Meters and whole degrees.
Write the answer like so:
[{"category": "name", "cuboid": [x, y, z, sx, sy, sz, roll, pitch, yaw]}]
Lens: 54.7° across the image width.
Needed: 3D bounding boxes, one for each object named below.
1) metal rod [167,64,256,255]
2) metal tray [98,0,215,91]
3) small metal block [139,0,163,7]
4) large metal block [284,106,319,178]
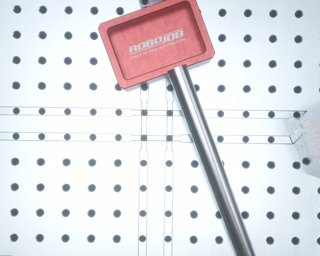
[{"category": "metal rod", "cuboid": [0.074, 0.064, 0.398, 0.025, 0.025, 0.299, -21, 96, 0]}, {"category": "metal tray", "cuboid": [-0.004, -0.112, 0.410, 0.131, 0.030, 0.090, -20, 90, 0]}, {"category": "small metal block", "cuboid": [-0.005, -0.193, 0.413, 0.050, 0.025, 0.050, -5, 90, 0]}, {"category": "large metal block", "cuboid": [0.223, 0.012, 0.402, 0.080, 0.050, 0.080, -23, 90, 0]}]
